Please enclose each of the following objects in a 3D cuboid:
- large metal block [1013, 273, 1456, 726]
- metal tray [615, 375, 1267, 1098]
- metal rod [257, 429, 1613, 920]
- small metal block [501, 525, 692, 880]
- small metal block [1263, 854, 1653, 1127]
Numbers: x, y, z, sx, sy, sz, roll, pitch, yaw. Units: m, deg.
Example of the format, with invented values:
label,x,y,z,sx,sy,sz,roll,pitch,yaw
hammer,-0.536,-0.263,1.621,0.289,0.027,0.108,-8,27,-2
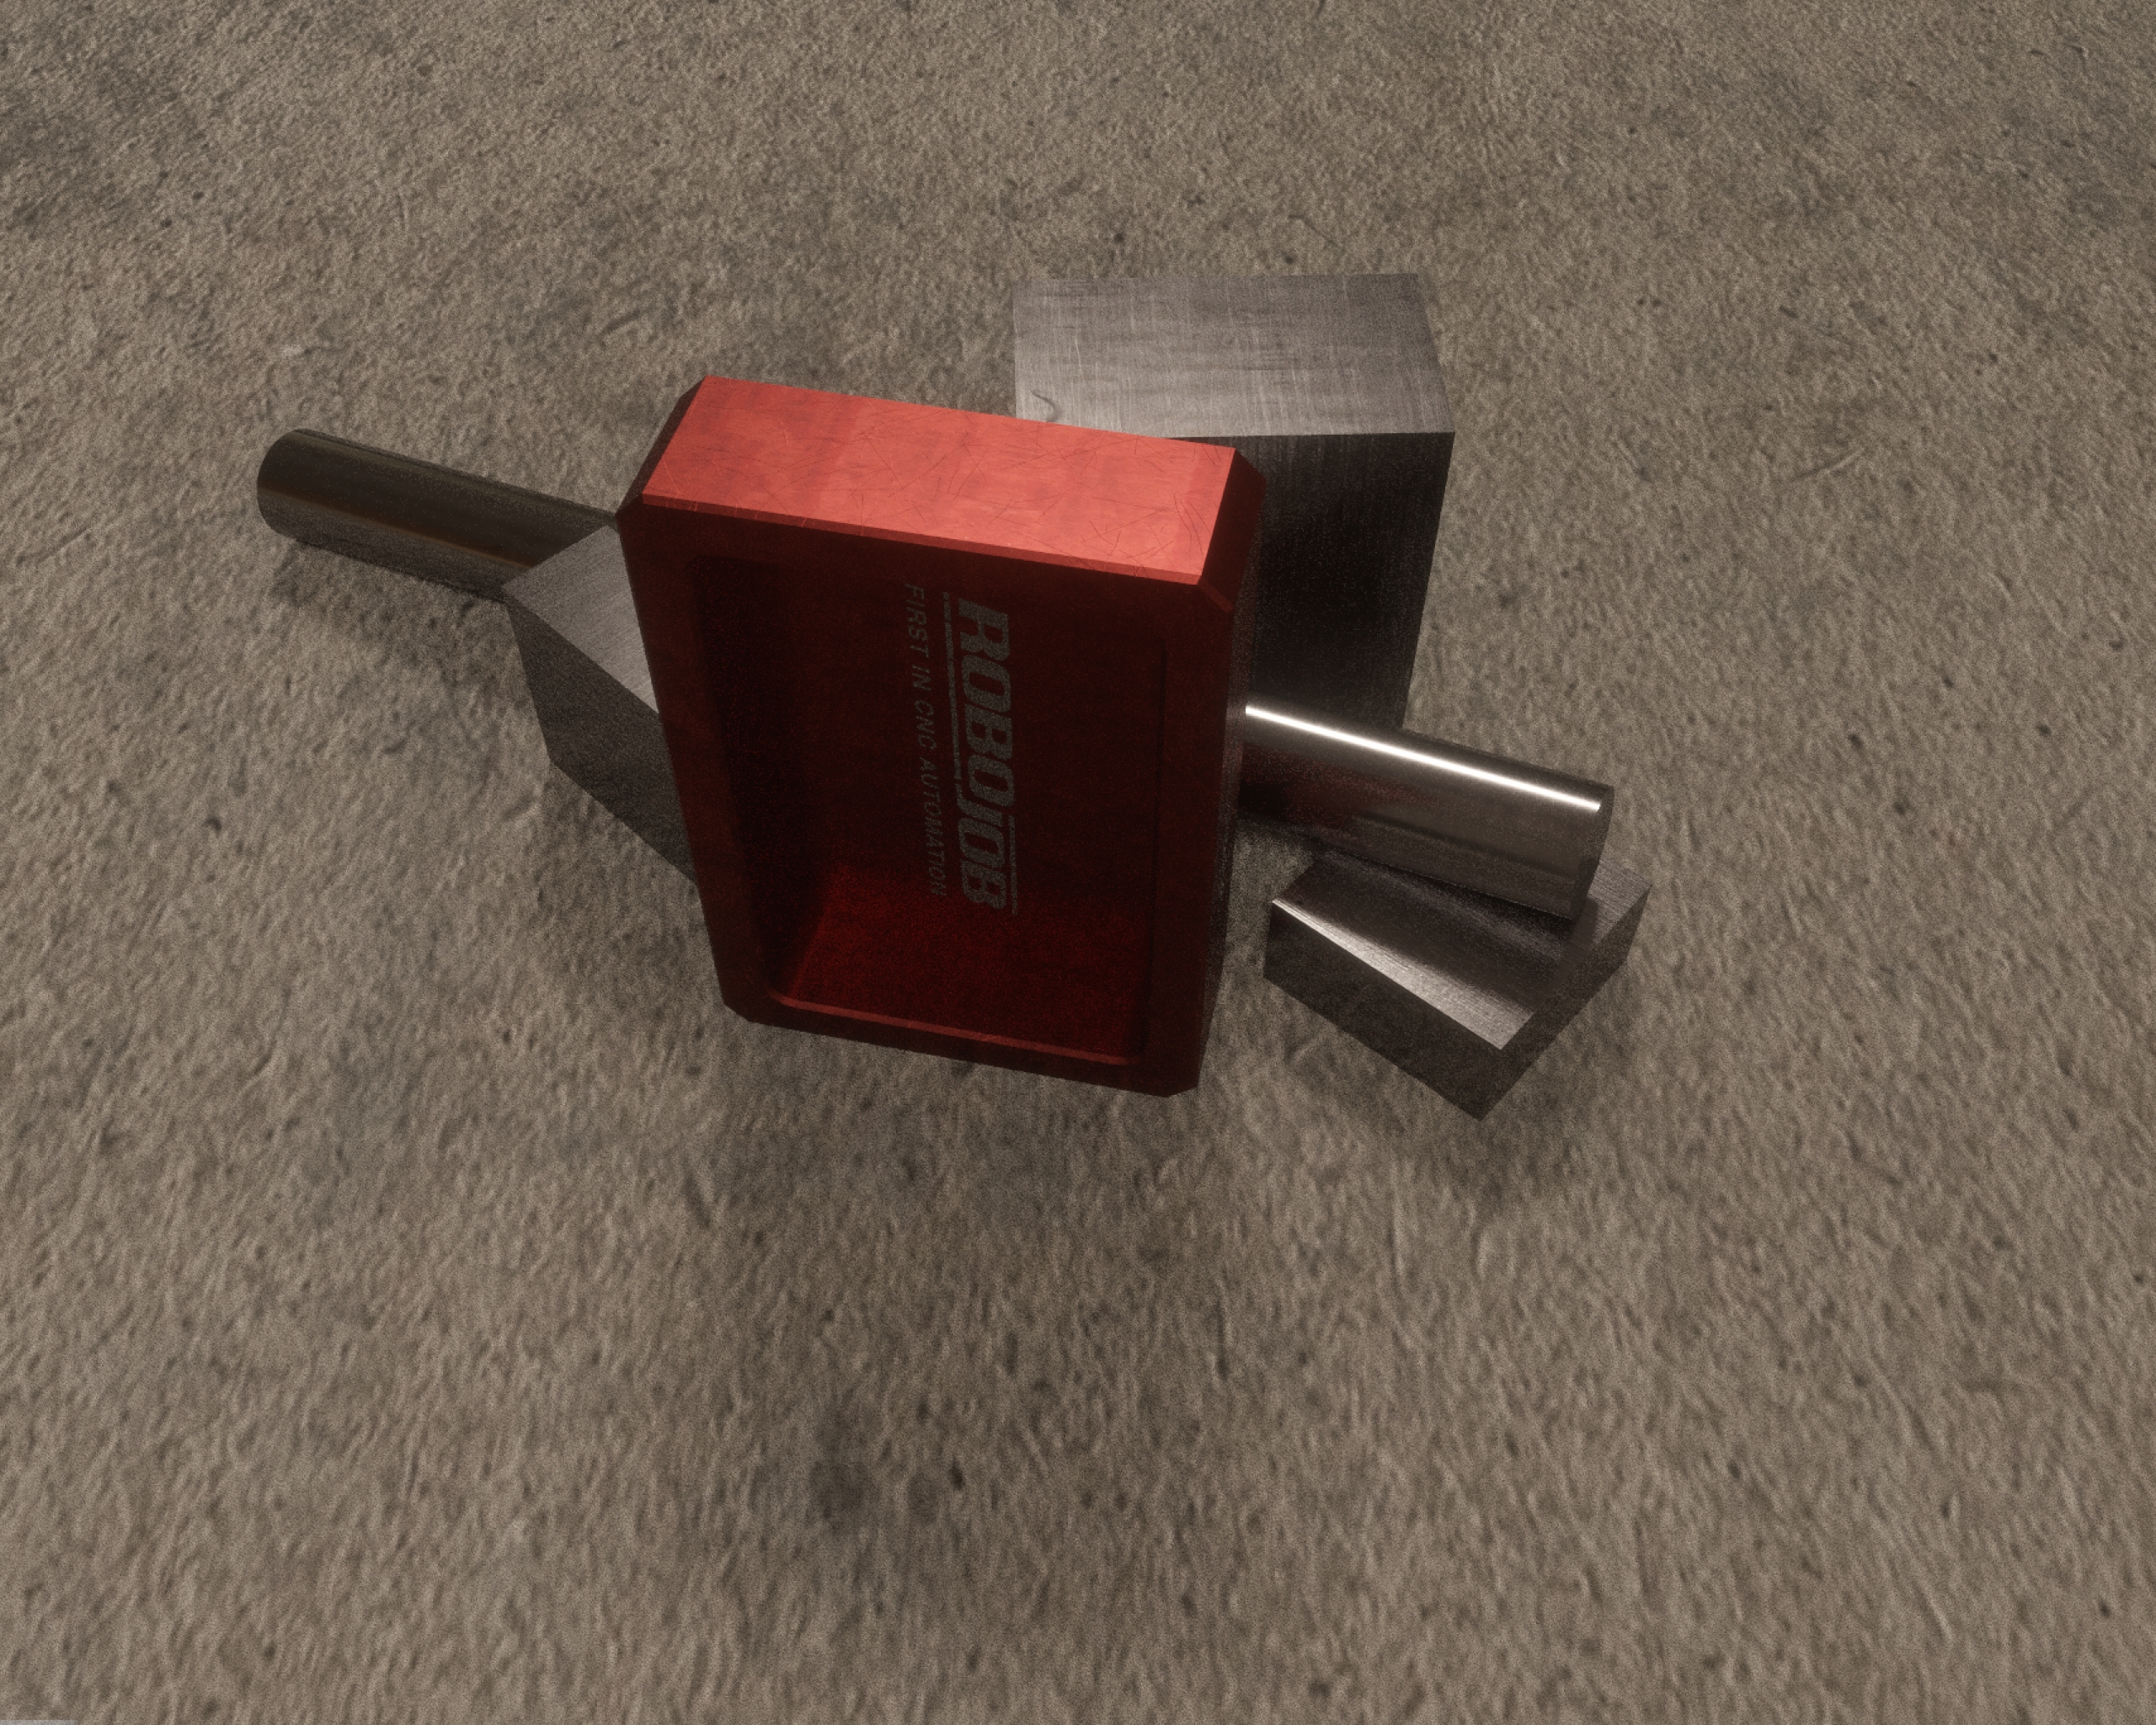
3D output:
label,x,y,z,sx,sy,sz,roll,pitch,yaw
large metal block,0.028,-0.072,0.428,0.081,0.080,0.050,-2,50,-2
metal tray,-0.019,-0.015,0.349,0.090,0.129,0.030,9,51,8
metal rod,-0.043,-0.044,0.423,0.301,0.025,0.025,17,52,20
small metal block,-0.083,-0.030,0.412,0.050,0.050,0.025,37,59,26
small metal block,0.071,0.013,0.395,0.050,0.025,0.050,34,58,25
